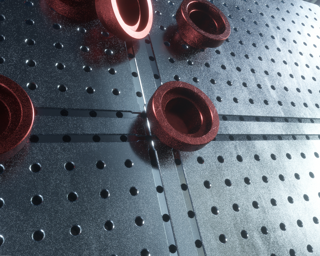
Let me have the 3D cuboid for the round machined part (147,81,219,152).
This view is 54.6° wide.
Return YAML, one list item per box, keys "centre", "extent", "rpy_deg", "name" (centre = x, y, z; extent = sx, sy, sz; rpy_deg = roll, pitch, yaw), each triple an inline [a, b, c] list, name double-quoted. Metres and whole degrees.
- centre: [0.027, -0.012, 0.419]
  extent: [0.099, 0.042, 0.098]
  rpy_deg: [13, 56, -21]
  name: "round machined part"

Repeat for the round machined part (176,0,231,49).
- centre: [0.071, -0.178, 0.543]
  extent: [0.099, 0.042, 0.098]
  rpy_deg: [13, 56, -21]
  name: "round machined part"

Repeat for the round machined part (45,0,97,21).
- centre: [-0.122, -0.211, 0.460]
  extent: [0.099, 0.042, 0.098]
  rpy_deg: [13, 56, -21]
  name: "round machined part"

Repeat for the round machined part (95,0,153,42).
- centre: [-0.056, -0.176, 0.454]
  extent: [0.099, 0.042, 0.098]
  rpy_deg: [4, 85, -57]
  name: "round machined part"

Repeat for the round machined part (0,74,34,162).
- centre: [-0.179, -0.006, 0.305]
  extent: [0.099, 0.042, 0.098]
  rpy_deg: [13, 56, -21]
  name: "round machined part"
